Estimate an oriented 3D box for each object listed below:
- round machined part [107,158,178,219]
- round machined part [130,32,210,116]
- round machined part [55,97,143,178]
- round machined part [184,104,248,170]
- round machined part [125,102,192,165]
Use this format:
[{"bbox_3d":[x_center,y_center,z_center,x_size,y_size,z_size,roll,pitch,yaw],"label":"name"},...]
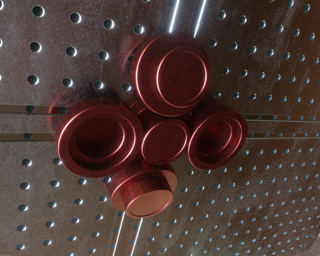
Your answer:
[{"bbox_3d":[-0.020,0.090,0.431,0.099,0.042,0.097,-15,139,-14],"label":"round machined part"},{"bbox_3d":[0.018,-0.061,0.359,0.099,0.042,0.097,-8,107,-25],"label":"round machined part"},{"bbox_3d":[-0.073,0.008,0.366,0.099,0.042,0.097,-14,125,-21],"label":"round machined part"},{"bbox_3d":[0.074,0.009,0.448,0.099,0.042,0.097,-14,125,-21],"label":"round machined part"},{"bbox_3d":[0.000,0.009,0.406,0.099,0.042,0.097,-14,125,-21],"label":"round machined part"}]
